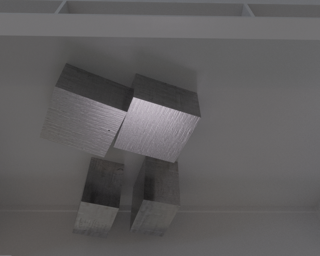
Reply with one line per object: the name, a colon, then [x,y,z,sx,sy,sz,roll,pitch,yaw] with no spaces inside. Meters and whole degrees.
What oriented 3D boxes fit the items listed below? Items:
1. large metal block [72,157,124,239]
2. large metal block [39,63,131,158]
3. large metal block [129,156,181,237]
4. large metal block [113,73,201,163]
large metal block: [-0.091,0.104,0.460,0.050,0.080,0.079,14,129,-12]
large metal block: [-0.090,-0.019,0.375,0.080,0.050,0.079,20,127,-16]
large metal block: [-0.009,0.101,0.458,0.050,0.080,0.079,13,129,-11]
large metal block: [-0.005,-0.010,0.384,0.081,0.050,0.079,16,128,-14]
